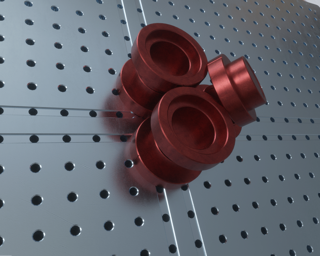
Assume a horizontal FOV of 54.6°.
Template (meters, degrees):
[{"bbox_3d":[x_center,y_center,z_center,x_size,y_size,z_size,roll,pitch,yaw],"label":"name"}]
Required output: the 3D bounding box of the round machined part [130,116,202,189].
[{"bbox_3d":[0.015,0.024,0.391,0.099,0.042,0.098,13,56,-21],"label":"round machined part"}]

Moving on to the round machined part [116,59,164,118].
[{"bbox_3d":[-0.008,-0.063,0.432,0.099,0.042,0.098,13,56,-21],"label":"round machined part"}]

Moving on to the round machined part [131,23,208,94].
[{"bbox_3d":[0.009,-0.083,0.398,0.099,0.042,0.098,13,56,-21],"label":"round machined part"}]

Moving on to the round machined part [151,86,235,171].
[{"bbox_3d":[0.034,0.004,0.358,0.099,0.042,0.098,13,56,-21],"label":"round machined part"}]

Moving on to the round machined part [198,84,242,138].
[{"bbox_3d":[0.081,-0.025,0.456,0.099,0.042,0.098,13,56,-21],"label":"round machined part"}]

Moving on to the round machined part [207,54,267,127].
[{"bbox_3d":[0.105,-0.054,0.405,0.098,0.042,0.098,45,30,-35],"label":"round machined part"}]
